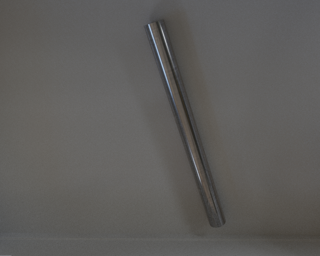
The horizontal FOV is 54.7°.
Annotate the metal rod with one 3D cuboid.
[{"bbox_3d":[0.039,0.008,0.414,0.025,0.025,0.298,-17,110,6],"label":"metal rod"}]
